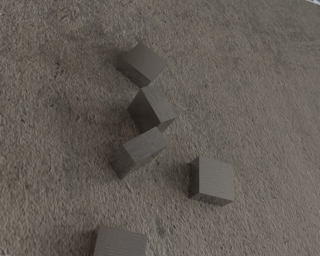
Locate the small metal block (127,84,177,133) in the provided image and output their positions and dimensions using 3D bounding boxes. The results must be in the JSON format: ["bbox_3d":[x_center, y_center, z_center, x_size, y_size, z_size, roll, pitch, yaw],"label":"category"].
[{"bbox_3d":[-0.012,-0.019,0.393,0.025,0.050,0.050,-19,72,-35],"label":"small metal block"}]

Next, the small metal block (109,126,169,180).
[{"bbox_3d":[-0.025,0.029,0.356,0.050,0.050,0.025,-29,78,-37],"label":"small metal block"}]

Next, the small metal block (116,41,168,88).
[{"bbox_3d":[-0.025,-0.089,0.444,0.050,0.025,0.050,39,51,-2],"label":"small metal block"}]

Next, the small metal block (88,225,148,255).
[{"bbox_3d":[-0.043,0.127,0.303,0.050,0.025,0.050,19,54,-17],"label":"small metal block"}]

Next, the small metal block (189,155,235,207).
[{"bbox_3d":[0.066,0.068,0.397,0.050,0.025,0.050,17,55,-19],"label":"small metal block"}]
